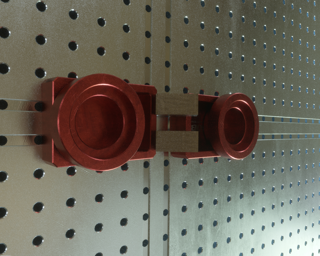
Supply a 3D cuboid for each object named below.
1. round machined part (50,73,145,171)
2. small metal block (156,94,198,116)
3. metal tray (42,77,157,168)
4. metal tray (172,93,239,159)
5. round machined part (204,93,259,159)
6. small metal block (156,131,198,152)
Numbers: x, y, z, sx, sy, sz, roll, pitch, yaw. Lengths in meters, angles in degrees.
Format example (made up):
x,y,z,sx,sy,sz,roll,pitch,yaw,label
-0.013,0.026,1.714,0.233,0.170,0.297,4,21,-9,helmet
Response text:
x,y,z,sx,sy,sz,roll,pitch,yaw,label
-0.067,-0.006,0.325,0.099,0.042,0.097,0,90,-40,round machined part
0.022,-0.028,0.393,0.050,0.050,0.025,1,90,4,small metal block
-0.064,-0.007,0.354,0.131,0.030,0.089,-1,93,-40,metal tray
0.076,-0.002,0.470,0.131,0.030,0.089,1,90,-40,metal tray
0.104,-0.003,0.469,0.099,0.042,0.097,0,90,-40,round machined part
0.022,0.016,0.392,0.050,0.050,0.025,1,90,4,small metal block
